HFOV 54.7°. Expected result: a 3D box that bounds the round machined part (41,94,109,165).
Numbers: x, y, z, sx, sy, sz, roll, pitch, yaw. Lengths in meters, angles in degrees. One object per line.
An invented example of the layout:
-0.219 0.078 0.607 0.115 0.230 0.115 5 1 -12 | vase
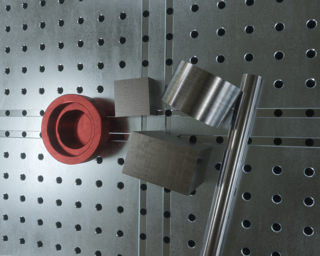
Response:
-0.116 0.002 0.443 0.098 0.042 0.097 0 90 19 | round machined part

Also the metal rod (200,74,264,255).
0.080 0.083 0.383 0.025 0.025 0.298 14 94 19 | metal rod

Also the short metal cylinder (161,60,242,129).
0.048 -0.040 0.366 0.080 0.080 0.050 30 100 17 | short metal cylinder

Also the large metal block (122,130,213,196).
0.012 0.038 0.378 0.080 0.080 0.050 16 95 19 | large metal block

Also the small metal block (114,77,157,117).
-0.034 -0.041 0.424 0.050 0.025 0.050 -3 89 19 | small metal block
